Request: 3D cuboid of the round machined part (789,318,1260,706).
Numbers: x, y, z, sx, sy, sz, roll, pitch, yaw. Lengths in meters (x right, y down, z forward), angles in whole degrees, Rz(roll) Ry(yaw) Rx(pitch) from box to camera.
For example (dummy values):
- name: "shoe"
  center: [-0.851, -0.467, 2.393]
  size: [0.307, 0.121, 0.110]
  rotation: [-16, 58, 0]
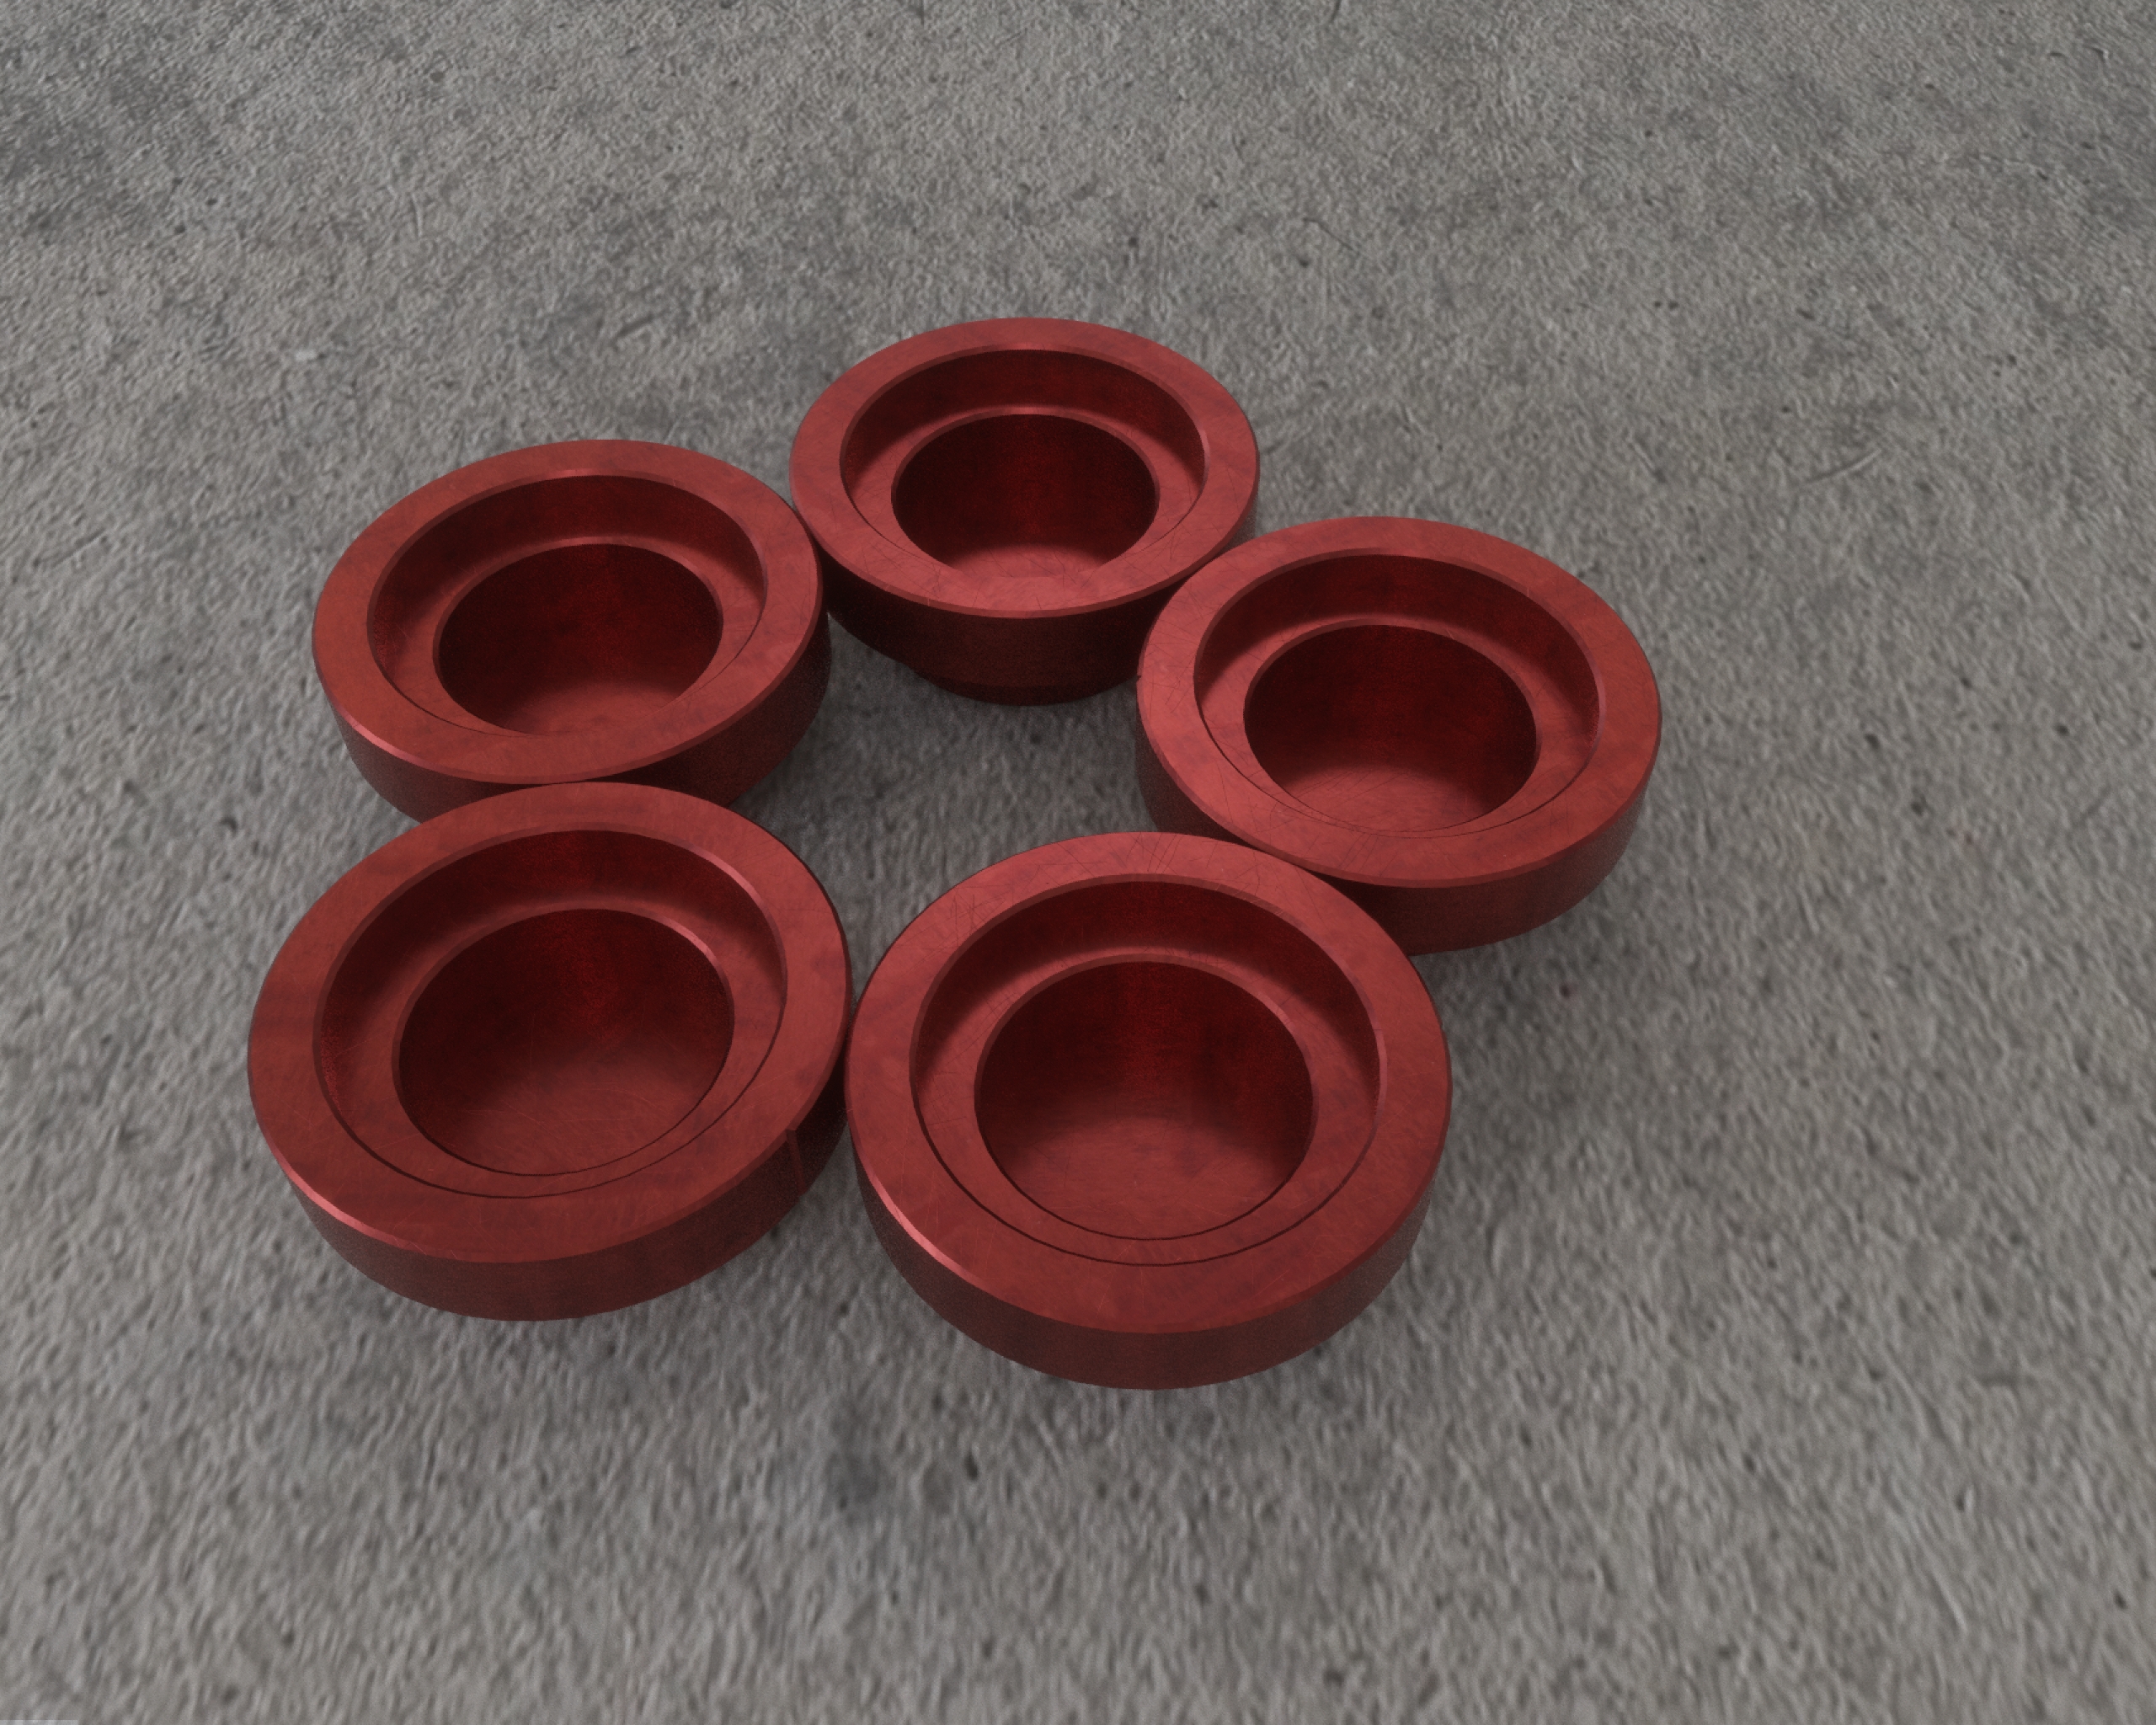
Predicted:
- name: "round machined part"
  center: [-0.011, -0.072, 0.452]
  size: [0.099, 0.042, 0.098]
  rotation: [0, 50, 0]

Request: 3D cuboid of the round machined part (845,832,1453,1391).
- name: "round machined part"
  center: [0.012, 0.045, 0.354]
  size: [0.099, 0.042, 0.098]
  rotation: [0, 50, 0]

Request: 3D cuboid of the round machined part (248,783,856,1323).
- name: "round machined part"
  center: [-0.087, 0.036, 0.361]
  size: [0.099, 0.042, 0.098]
  rotation: [0, 50, 0]

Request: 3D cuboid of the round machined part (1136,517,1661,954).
- name: "round machined part"
  center: [0.060, -0.020, 0.409]
  size: [0.099, 0.042, 0.098]
  rotation: [0, 50, 0]

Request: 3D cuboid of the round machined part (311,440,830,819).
- name: "round machined part"
  center: [-0.099, -0.039, 0.424]
  size: [0.099, 0.042, 0.098]
  rotation: [0, 50, 0]
